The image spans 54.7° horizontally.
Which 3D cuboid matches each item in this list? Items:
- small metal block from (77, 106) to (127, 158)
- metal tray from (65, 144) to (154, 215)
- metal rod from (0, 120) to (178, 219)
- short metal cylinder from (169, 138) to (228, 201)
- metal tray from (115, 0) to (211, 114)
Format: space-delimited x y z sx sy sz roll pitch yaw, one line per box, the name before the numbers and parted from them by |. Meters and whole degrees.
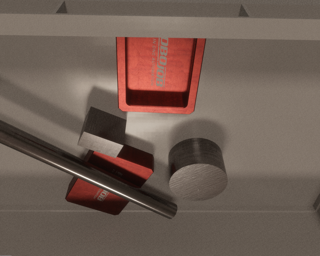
small metal block | -0.073 0.005 0.396 0.050 0.050 0.025 21 127 -18
metal tray | -0.078 0.077 0.470 0.091 0.030 0.129 23 126 -19
metal rod | -0.100 0.058 0.417 0.301 0.025 0.025 31 123 -24
short metal cylinder | 0.053 0.060 0.445 0.081 0.050 0.079 0 130 0
metal tray | -0.001 -0.076 0.340 0.091 0.030 0.129 2 130 -3
